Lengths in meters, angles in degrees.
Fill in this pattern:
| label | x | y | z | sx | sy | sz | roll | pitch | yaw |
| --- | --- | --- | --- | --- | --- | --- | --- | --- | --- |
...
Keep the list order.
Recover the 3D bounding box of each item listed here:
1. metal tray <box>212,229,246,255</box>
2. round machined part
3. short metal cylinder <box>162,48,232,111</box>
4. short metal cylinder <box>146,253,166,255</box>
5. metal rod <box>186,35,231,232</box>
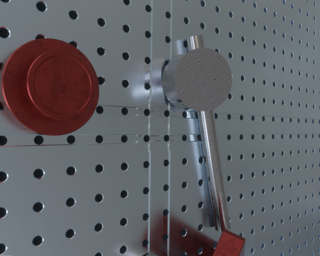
| label | x | y | z | sx | sy | sz | roll | pitch | yaw |
| --- | --- | --- | --- | --- | --- | --- | --- | --- | --- |
| metal tray | 0.090 | 0.207 | 0.442 | 0.090 | 0.030 | 0.130 | -59 | 154 | -23 |
| round machined part | -0.104 | -0.041 | 0.310 | 0.099 | 0.042 | 0.097 | 0 | 90 | -40 |
| short metal cylinder | 0.048 | -0.063 | 0.415 | 0.081 | 0.050 | 0.079 | -2 | 95 | -18 |
| short metal cylinder | 0.003 | 0.208 | 0.396 | 0.081 | 0.050 | 0.080 | 0 | 90 | -40 |
| metal rod | 0.075 | 0.013 | 0.471 | 0.025 | 0.025 | 0.298 | -16 | 100 | -39 |
